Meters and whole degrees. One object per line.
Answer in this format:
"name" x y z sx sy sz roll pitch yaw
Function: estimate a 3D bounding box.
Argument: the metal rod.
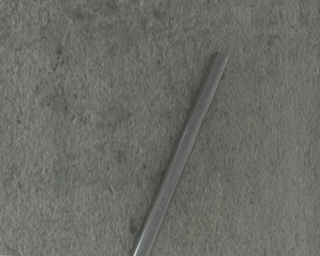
"metal rod" 0.029 0.034 0.420 0.025 0.025 0.299 26 81 -19
